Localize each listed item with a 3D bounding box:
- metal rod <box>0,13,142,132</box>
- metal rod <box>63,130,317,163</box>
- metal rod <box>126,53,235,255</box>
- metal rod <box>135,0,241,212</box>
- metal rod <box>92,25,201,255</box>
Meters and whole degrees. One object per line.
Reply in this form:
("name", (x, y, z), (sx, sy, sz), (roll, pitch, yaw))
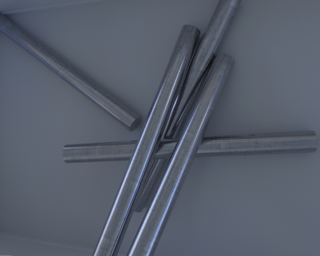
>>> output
("metal rod", (-0.149, -0.091, 0.463), (0.300, 0.025, 0.025), (37, 102, 16))
("metal rod", (0.026, 0.025, 0.378), (0.301, 0.025, 0.025), (-4, 89, 11))
("metal rod", (0.019, 0.045, 0.342), (0.025, 0.025, 0.300), (20, 73, 19))
("metal rod", (0.026, -0.026, 0.401), (0.025, 0.025, 0.298), (27, 99, 18))
("metal rod", (-0.011, 0.011, 0.363), (0.025, 0.025, 0.299), (16, 76, 19))
